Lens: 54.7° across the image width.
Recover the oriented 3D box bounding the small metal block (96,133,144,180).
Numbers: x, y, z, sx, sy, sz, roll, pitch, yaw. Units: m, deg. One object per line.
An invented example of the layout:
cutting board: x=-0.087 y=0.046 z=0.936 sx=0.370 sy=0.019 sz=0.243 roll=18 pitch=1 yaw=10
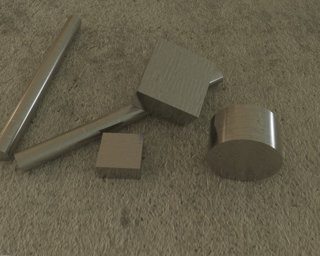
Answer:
small metal block: x=-0.046 y=0.034 z=0.374 sx=0.050 sy=0.025 sz=0.050 roll=2 pitch=50 yaw=1

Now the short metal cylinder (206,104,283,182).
short metal cylinder: x=0.095 y=0.019 z=0.353 sx=0.080 sy=0.080 sz=0.050 roll=8 pitch=51 yaw=6

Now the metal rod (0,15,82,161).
metal rod: x=-0.174 y=-0.081 z=0.468 sx=0.025 sy=0.025 sz=0.300 roll=6 pitch=50 yaw=4

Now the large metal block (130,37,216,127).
large metal block: x=0.016 y=-0.058 z=0.404 sx=0.080 sy=0.050 sz=0.080 roll=23 pitch=71 yaw=-10

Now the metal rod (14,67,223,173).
metal rod: x=-0.039 y=-0.019 z=0.418 sx=0.302 sy=0.025 sz=0.025 roll=-26 pitch=55 yaw=-21
